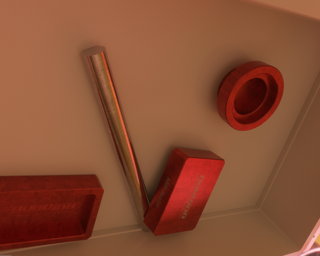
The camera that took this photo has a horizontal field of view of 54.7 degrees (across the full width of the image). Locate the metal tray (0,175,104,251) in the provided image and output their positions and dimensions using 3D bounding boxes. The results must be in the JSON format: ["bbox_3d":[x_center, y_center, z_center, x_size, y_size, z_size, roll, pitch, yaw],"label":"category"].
[{"bbox_3d":[-0.146,0.105,0.391,0.131,0.030,0.089,4,116,-31],"label":"metal tray"}]

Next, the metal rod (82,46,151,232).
[{"bbox_3d":[-0.044,0.038,0.409,0.025,0.025,0.298,-23,127,-15],"label":"metal rod"}]

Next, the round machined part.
[{"bbox_3d":[0.121,-0.048,0.436,0.099,0.042,0.097,-14,125,-21],"label":"round machined part"}]

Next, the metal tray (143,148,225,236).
[{"bbox_3d":[0.038,0.097,0.470,0.091,0.030,0.129,10,107,-43],"label":"metal tray"}]
